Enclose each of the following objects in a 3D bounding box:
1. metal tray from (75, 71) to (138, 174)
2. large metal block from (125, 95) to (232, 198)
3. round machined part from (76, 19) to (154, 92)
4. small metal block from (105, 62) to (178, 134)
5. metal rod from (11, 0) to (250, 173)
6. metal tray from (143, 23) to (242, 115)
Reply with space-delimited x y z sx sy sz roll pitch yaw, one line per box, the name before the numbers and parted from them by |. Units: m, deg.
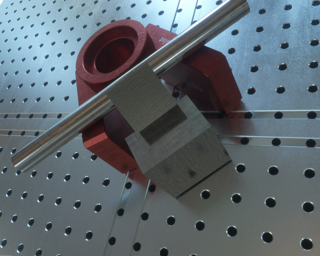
metal tray | -0.068 -0.015 0.409 0.030 0.090 0.130 -26 53 12
large metal block | 0.022 0.024 0.342 0.080 0.080 0.050 -36 52 4
round machined part | -0.051 -0.084 0.386 0.098 0.042 0.098 -13 56 20
small metal block | -0.018 -0.030 0.314 0.050 0.050 0.025 -37 7 3
metal rod | -0.035 -0.046 0.338 0.300 0.025 0.025 -35 52 4
metal tray | 0.035 -0.075 0.392 0.130 0.090 0.030 36 83 38
